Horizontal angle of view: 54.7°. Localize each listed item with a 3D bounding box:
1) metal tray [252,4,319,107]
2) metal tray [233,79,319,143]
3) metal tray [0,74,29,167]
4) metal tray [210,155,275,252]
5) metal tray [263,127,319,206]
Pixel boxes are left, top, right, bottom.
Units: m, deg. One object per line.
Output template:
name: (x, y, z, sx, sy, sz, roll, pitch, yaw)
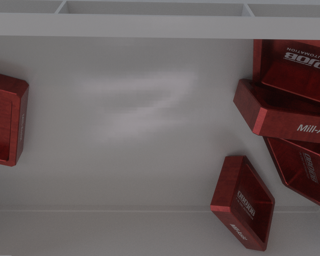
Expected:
metal tray: (0.156, -0.059, 0.293, 0.130, 0.030, 0.090, 25, 158, 27)
metal tray: (0.158, -0.019, 0.348, 0.131, 0.090, 0.030, 7, 117, -6)
metal tray: (-0.222, -0.012, 0.393, 0.091, 0.030, 0.129, 15, 129, -13)
metal tray: (0.128, 0.112, 0.460, 0.030, 0.090, 0.130, -7, 136, 40)
metal tray: (0.194, 0.050, 0.409, 0.030, 0.090, 0.130, -43, 126, -11)
